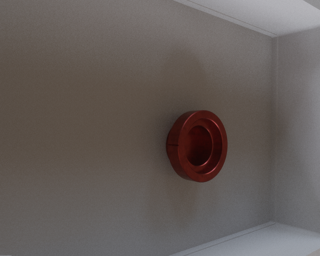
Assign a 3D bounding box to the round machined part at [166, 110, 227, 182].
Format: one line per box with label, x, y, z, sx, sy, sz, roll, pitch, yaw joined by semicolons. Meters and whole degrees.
round machined part;0.047;0.024;0.434;0.099;0.042;0.097;0;90;-40
